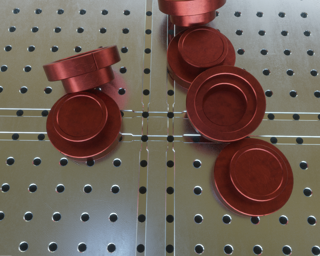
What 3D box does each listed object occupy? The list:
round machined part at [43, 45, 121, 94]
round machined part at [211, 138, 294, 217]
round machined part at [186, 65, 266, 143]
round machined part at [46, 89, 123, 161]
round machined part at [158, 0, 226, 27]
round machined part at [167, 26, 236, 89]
[{"bbox_3d":[-0.099,-0.076,0.411,0.099,0.098,0.042,-18,109,-6],"label":"round machined part"},{"bbox_3d":[0.116,0.058,0.382,0.099,0.042,0.098,0,70,0],"label":"round machined part"},{"bbox_3d":[0.083,-0.028,0.405,0.098,0.042,0.098,-1,80,5],"label":"round machined part"},{"bbox_3d":[-0.100,-0.009,0.405,0.099,0.042,0.098,0,70,0],"label":"round machined part"},{"bbox_3d":[0.047,-0.182,0.454,0.098,0.042,0.098,-6,39,5],"label":"round machined part"},{"bbox_3d":[0.059,-0.105,0.441,0.099,0.042,0.098,0,70,0],"label":"round machined part"}]
